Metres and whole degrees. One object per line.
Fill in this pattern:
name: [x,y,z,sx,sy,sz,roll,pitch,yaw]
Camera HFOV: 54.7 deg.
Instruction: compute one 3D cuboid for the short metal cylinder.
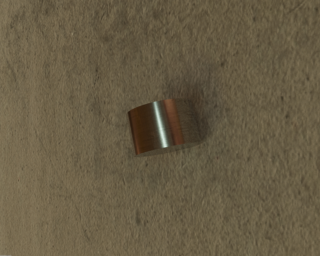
short metal cylinder: [0.005,0.002,0.364,0.080,0.081,0.050,-19,78,38]
